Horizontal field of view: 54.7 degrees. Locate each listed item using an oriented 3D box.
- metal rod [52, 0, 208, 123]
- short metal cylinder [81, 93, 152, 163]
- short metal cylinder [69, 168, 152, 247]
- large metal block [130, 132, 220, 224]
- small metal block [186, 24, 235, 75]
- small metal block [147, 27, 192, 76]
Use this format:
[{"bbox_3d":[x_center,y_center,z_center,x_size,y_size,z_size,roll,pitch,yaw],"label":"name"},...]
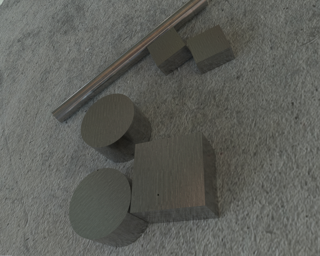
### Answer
[{"bbox_3d":[-0.049,-0.112,0.497,0.300,0.025,0.025,-39,51,2],"label":"metal rod"},{"bbox_3d":[-0.058,0.001,0.418,0.080,0.050,0.080,-13,56,21],"label":"short metal cylinder"},{"bbox_3d":[-0.057,0.093,0.361,0.080,0.050,0.080,-13,56,21],"label":"short metal cylinder"},{"bbox_3d":[0.017,0.057,0.344,0.080,0.050,0.080,-12,57,21],"label":"large metal block"},{"bbox_3d":[0.071,-0.110,0.435,0.050,0.025,0.050,-24,53,13],"label":"small metal block"},{"bbox_3d":[0.014,-0.115,0.463,0.050,0.025,0.050,-35,51,14],"label":"small metal block"}]
